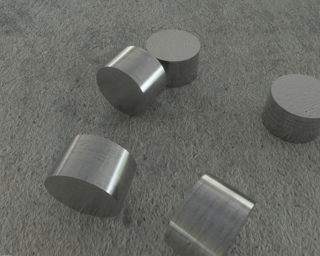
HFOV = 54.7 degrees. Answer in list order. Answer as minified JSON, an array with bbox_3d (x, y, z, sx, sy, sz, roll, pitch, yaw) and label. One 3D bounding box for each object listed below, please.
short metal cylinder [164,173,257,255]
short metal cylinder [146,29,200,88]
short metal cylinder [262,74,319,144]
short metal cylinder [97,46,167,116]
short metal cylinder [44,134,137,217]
[{"bbox_3d":[0.048,0.090,0.292,0.050,0.080,0.080,31,57,23],"label":"short metal cylinder"},{"bbox_3d":[0.020,-0.108,0.477,0.080,0.050,0.080,0,50,0],"label":"short metal cylinder"},{"bbox_3d":[0.182,-0.026,0.410,0.080,0.050,0.080,0,50,0],"label":"short metal cylinder"},{"bbox_3d":[-0.038,-0.063,0.420,0.080,0.080,0.050,25,55,20],"label":"short metal cylinder"},{"bbox_3d":[-0.070,0.051,0.324,0.080,0.080,0.050,12,51,9],"label":"short metal cylinder"}]
